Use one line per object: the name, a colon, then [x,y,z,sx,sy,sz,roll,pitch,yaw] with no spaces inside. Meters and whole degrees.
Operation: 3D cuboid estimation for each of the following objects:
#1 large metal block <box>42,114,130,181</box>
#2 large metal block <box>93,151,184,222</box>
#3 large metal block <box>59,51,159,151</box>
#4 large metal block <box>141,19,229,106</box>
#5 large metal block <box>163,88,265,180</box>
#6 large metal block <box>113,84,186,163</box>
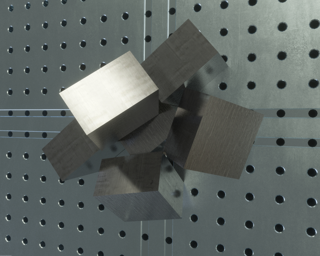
large metal block: [-0.092,0.022,0.415,0.080,0.080,0.050,-40,78,15]
large metal block: [-0.022,0.076,0.384,0.080,0.080,0.050,-9,51,20]
large metal block: [-0.049,-0.025,0.334,0.080,0.080,0.050,-34,78,-9]
large metal block: [0.030,-0.073,0.373,0.080,0.080,0.050,-41,78,15]
large metal block: [0.060,0.007,0.355,0.050,0.081,0.080,31,104,59]
large metal block: [-0.015,-0.011,0.406,0.080,0.050,0.080,-41,77,15]
